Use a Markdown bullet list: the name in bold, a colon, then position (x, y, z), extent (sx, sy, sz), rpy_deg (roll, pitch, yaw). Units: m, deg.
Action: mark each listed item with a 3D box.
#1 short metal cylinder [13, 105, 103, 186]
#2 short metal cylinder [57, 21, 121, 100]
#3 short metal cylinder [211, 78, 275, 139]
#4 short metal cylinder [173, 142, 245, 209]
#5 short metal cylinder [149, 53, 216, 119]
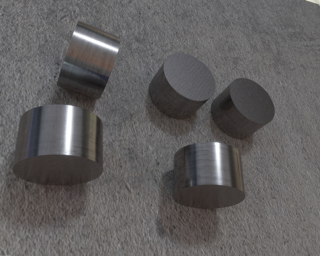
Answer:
- **short metal cylinder**: position (-0.097, 0.020, 0.304), extent (0.081, 0.080, 0.050), rpy_deg (8, 58, -24)
- **short metal cylinder**: position (-0.085, -0.080, 0.371), extent (0.050, 0.080, 0.080), rpy_deg (19, 55, -18)
- **short metal cylinder**: position (0.126, -0.029, 0.473), extent (0.081, 0.050, 0.080), rpy_deg (14, 56, -21)
- **short metal cylinder**: position (0.056, 0.058, 0.363), extent (0.081, 0.080, 0.050), rpy_deg (15, 56, -20)
- **short metal cylinder**: position (0.031, -0.059, 0.440), extent (0.081, 0.050, 0.080), rpy_deg (14, 56, -21)
